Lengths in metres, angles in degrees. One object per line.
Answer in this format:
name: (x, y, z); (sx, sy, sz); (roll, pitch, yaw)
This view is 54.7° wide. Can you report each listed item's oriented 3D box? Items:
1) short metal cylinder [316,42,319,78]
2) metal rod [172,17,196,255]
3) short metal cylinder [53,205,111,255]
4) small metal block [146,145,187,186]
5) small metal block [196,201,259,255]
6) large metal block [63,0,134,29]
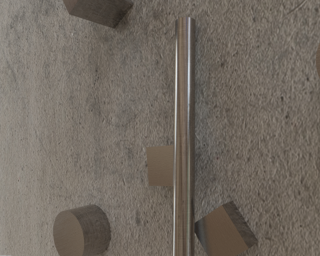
short metal cylinder: (0.174, -0.054, 0.245); (0.080, 0.050, 0.079); (0, 90, 39)
metal rod: (0.028, 0.018, 0.360); (0.025, 0.025, 0.298); (-5, 81, 39)
short metal cylinder: (-0.123, 0.165, 0.488); (0.080, 0.050, 0.079); (0, 90, 39)
small metal block: (0.011, 0.047, 0.394); (0.050, 0.025, 0.050); (-8, 85, 39)
small metal block: (0.071, 0.117, 0.345); (0.050, 0.025, 0.050); (-45, 64, 30)
large metal block: (-0.097, -0.199, 0.447); (0.050, 0.081, 0.080); (-41, 65, 32)
